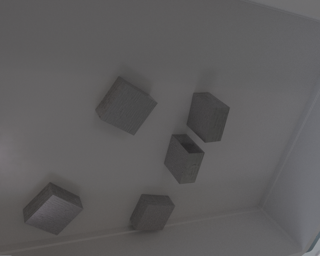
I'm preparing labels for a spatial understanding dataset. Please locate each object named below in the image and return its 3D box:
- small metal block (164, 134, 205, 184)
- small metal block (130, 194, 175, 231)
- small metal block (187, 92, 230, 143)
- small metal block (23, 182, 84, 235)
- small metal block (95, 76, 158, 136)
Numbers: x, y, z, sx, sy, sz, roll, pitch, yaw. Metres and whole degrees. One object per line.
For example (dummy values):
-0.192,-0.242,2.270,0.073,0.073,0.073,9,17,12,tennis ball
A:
0.033,0.043,0.437,0.025,0.050,0.050,0,119,-28,small metal block
-0.012,0.132,0.484,0.050,0.025,0.050,12,112,-34,small metal block
0.063,-0.015,0.417,0.025,0.050,0.050,-5,121,-26,small metal block
-0.137,0.105,0.398,0.050,0.025,0.050,-45,129,3,small metal block
-0.040,-0.026,0.371,0.050,0.025,0.050,29,102,-38,small metal block
